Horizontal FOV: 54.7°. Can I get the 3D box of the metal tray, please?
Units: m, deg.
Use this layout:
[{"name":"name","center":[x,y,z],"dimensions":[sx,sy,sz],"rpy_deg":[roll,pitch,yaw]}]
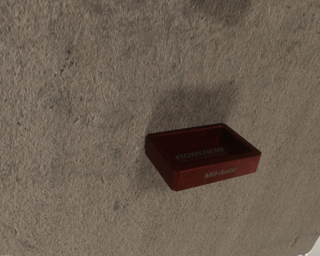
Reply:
[{"name":"metal tray","center":[0.057,0.034,0.418],"dimensions":[0.131,0.090,0.030],"rpy_deg":[-8,122,-25]}]
